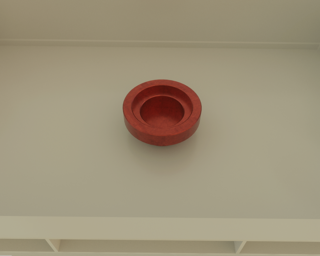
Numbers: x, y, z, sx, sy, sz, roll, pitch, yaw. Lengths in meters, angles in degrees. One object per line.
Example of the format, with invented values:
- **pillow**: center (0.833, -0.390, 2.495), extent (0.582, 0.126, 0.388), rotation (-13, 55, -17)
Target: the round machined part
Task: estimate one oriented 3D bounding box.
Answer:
- **round machined part**: center (0.003, -0.015, 0.402), extent (0.099, 0.042, 0.098), rotation (0, 50, 0)
